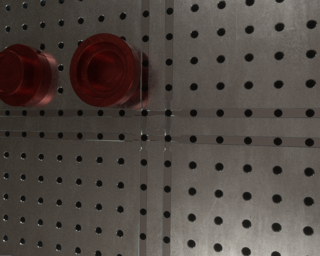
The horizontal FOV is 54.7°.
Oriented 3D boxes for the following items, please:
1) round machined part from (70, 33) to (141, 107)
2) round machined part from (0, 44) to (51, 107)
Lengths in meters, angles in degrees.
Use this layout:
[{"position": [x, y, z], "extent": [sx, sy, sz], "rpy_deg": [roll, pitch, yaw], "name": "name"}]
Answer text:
[{"position": [-0.071, -0.077, 0.427], "extent": [0.098, 0.042, 0.097], "rpy_deg": [0, 90, 19], "name": "round machined part"}, {"position": [-0.223, -0.082, 0.480], "extent": [0.098, 0.042, 0.097], "rpy_deg": [0, 90, 19], "name": "round machined part"}]
